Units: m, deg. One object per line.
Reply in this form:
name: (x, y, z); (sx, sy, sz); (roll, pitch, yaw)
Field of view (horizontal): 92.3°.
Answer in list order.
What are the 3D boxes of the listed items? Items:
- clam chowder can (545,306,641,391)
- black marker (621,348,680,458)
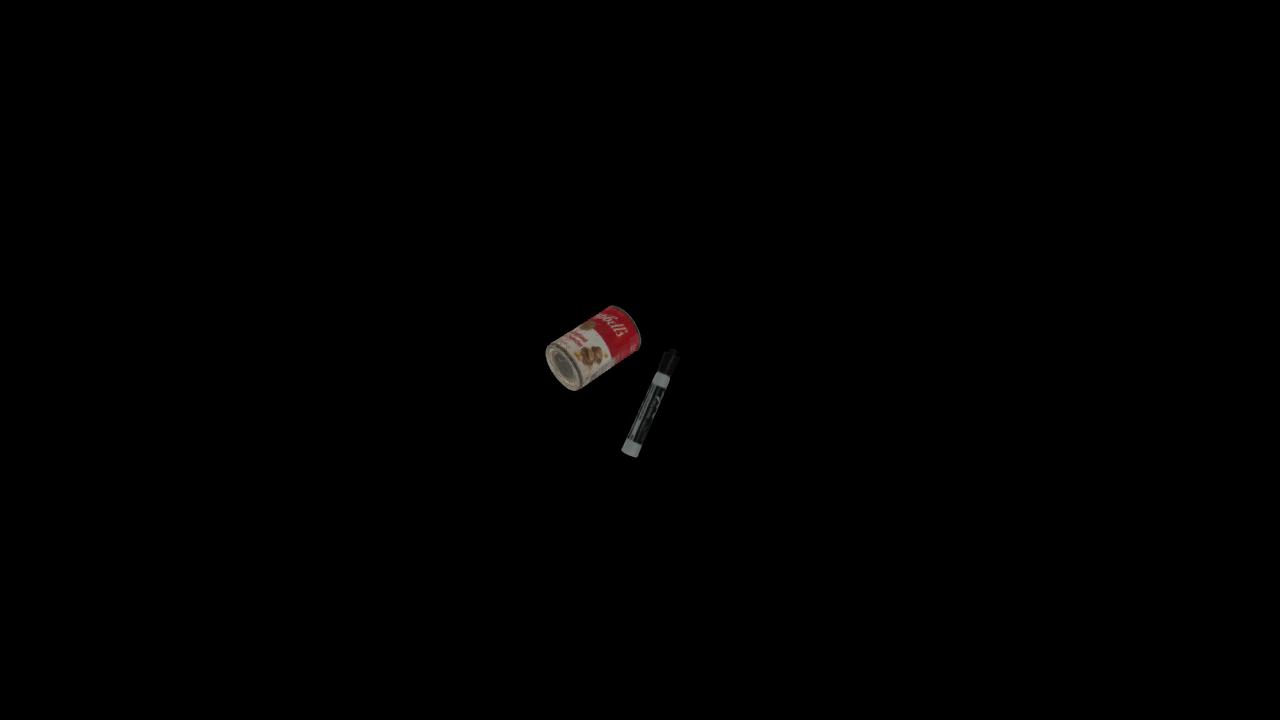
clam chowder can: (-0.058, -0.015, 0.762); (0.102, 0.068, 0.068); (-36, 19, -29)
black marker: (0.012, 0.044, 0.650); (0.020, 0.121, 0.020); (23, -1, 0)
